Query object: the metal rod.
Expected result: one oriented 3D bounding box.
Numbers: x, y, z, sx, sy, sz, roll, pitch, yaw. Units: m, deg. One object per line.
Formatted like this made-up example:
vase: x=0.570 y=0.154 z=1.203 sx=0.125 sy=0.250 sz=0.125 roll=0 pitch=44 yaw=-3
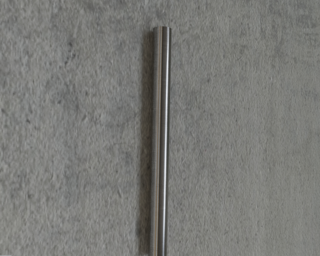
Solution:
metal rod: x=0.000 y=0.019 z=0.406 sx=0.025 sy=0.025 sz=0.298 roll=2 pitch=89 yaw=-40
